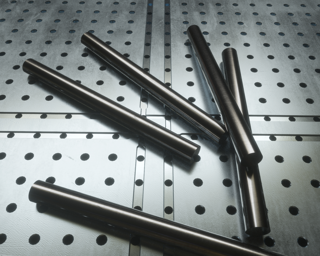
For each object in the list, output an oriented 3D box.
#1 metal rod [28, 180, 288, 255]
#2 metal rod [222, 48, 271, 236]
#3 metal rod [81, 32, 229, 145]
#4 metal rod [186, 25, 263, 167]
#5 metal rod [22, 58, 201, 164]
[{"bbox_3d":[0.005,0.106,0.318,0.301,0.025,0.025,14,51,11],"label":"metal rod"},{"bbox_3d":[0.108,-0.008,0.415,0.025,0.025,0.300,2,50,1],"label":"metal rod"},{"bbox_3d":[-0.021,-0.071,0.467,0.025,0.025,0.300,-37,59,-27],"label":"metal rod"},{"bbox_3d":[0.081,-0.069,0.448,0.025,0.025,0.300,-6,45,-5],"label":"metal rod"},{"bbox_3d":[-0.081,-0.032,0.433,0.301,0.025,0.025,28,55,21],"label":"metal rod"}]
